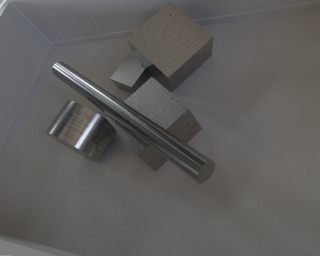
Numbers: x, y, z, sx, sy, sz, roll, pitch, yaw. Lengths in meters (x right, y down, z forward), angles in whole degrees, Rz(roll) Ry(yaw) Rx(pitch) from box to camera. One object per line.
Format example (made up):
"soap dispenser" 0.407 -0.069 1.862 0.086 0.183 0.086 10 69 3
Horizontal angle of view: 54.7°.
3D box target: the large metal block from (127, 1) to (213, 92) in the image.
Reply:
"large metal block" 0.015 -0.112 0.429 0.080 0.050 0.080 -43 75 -5

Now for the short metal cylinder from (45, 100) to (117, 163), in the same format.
"short metal cylinder" -0.105 0.006 0.420 0.080 0.080 0.050 19 72 35

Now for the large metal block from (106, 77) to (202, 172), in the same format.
"large metal block" -0.008 -0.006 0.396 0.080 0.050 0.080 -43 51 -2

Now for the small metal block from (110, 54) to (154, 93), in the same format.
"small metal block" -0.040 -0.082 0.475 0.050 0.025 0.050 25 75 36

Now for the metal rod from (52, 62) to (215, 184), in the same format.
"metal rod" -0.055 -0.024 0.383 0.300 0.025 0.025 34 80 38
